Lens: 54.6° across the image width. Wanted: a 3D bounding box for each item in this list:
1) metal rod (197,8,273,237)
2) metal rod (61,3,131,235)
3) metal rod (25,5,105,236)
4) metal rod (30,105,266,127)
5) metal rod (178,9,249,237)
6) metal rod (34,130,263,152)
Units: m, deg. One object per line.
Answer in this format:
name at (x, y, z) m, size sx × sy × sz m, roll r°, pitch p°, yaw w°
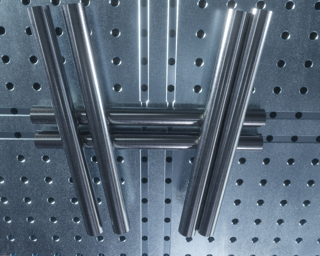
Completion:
metal rod at (0.088, 0.009, 0.391) m, size 0.025 × 0.025 × 0.298 m, roll 9°, pitch 110°, yaw -3°
metal rod at (-0.075, 0.004, 0.388) m, size 0.025 × 0.025 × 0.298 m, roll -8°, pitch 110°, yaw 3°
metal rod at (-0.113, 0.007, 0.389) m, size 0.025 × 0.025 × 0.298 m, roll -8°, pitch 110°, yaw 3°
metal rod at (-0.014, -0.015, 0.408) m, size 0.302 × 0.025 × 0.025 m, roll 1°, pitch 110°, yaw -1°
metal rod at (0.062, 0.009, 0.391) m, size 0.025 × 0.025 × 0.298 m, roll 9°, pitch 110°, yaw -3°
metal rod at (-0.014, 0.017, 0.420) m, size 0.302 × 0.025 × 0.025 m, roll 1°, pitch 110°, yaw -1°
